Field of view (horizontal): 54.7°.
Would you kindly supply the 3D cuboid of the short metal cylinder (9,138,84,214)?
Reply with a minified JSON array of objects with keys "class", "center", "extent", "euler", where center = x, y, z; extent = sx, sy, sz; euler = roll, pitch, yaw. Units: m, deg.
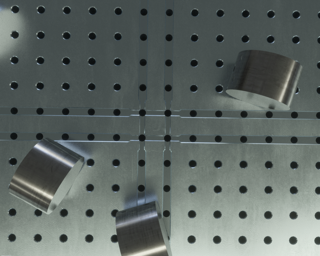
[{"class":"short metal cylinder","center":[-0.138,0.059,0.384],"extent":[0.050,0.080,0.080],"euler":[29,90,-1]}]

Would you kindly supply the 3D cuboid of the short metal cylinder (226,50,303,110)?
[{"class":"short metal cylinder","center":[0.129,-0.058,0.388],"extent":[0.080,0.080,0.050],"euler":[18,90,-1]}]

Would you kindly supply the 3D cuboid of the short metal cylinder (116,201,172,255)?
[{"class":"short metal cylinder","center":[-0.019,0.137,0.386],"extent":[0.050,0.080,0.080],"euler":[-16,90,0]}]
